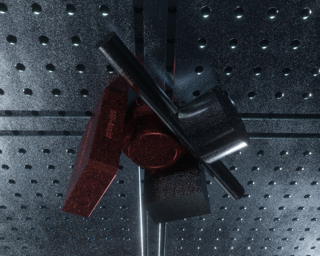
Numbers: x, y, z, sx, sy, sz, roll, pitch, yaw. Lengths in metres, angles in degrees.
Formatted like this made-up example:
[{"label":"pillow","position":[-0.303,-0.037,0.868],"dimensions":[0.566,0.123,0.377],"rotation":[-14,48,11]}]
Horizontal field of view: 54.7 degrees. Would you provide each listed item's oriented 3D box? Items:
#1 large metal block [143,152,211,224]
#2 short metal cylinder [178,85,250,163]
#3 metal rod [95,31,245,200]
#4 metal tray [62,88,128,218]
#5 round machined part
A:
[{"label":"large metal block","position":[0.024,0.083,0.447],"dimensions":[0.080,0.080,0.050],"rotation":[-15,129,12]},{"label":"short metal cylinder","position":[0.065,-0.004,0.371],"dimensions":[0.050,0.080,0.080],"rotation":[-30,124,22]},{"label":"metal rod","position":[0.031,0.005,0.389],"dimensions":[0.025,0.025,0.300],"rotation":[-28,125,21]},{"label":"metal tray","position":[-0.074,0.025,0.364],"dimensions":[0.030,0.130,0.089],"rotation":[22,127,-18]},{"label":"round machined part","position":[-0.007,0.019,0.416],"dimensions":[0.099,0.042,0.097],"rotation":[-1,130,0]}]
